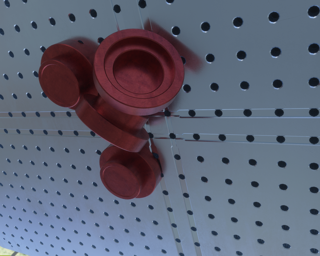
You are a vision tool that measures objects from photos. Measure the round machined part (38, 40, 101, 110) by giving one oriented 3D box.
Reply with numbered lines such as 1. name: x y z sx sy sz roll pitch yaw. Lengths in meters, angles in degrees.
1. round machined part: -0.126 -0.067 0.426 0.098 0.042 0.097 13 124 21

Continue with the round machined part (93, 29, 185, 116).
1. round machined part: -0.025 -0.059 0.349 0.098 0.098 0.042 38 156 2

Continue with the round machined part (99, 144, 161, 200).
1. round machined part: -0.051 0.069 0.471 0.098 0.042 0.097 13 124 21

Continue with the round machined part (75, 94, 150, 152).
1. round machined part: -0.053 -0.016 0.392 0.098 0.098 0.042 36 100 4
